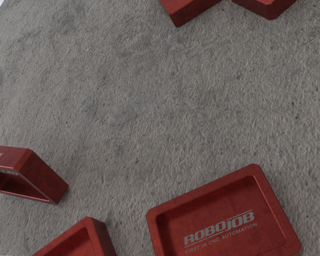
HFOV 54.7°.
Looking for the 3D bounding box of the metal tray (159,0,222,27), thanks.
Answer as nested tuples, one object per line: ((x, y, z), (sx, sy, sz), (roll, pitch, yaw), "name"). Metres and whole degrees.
((0.039, -0.237, 0.526), (0.090, 0.030, 0.130), (-31, 52, 8), "metal tray")

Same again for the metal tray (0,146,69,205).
((-0.202, 0.063, 0.426), (0.130, 0.090, 0.030), (2, 50, 29), "metal tray")

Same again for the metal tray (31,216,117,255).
((-0.110, 0.175, 0.350), (0.130, 0.030, 0.090), (-36, 51, 4), "metal tray")

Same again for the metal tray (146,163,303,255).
((0.058, 0.102, 0.307), (0.130, 0.030, 0.090), (-27, 52, 11), "metal tray")

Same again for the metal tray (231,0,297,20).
((0.175, -0.222, 0.445), (0.130, 0.030, 0.090), (-41, 51, 0), "metal tray")
